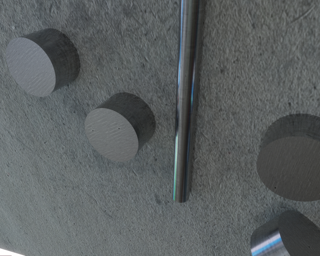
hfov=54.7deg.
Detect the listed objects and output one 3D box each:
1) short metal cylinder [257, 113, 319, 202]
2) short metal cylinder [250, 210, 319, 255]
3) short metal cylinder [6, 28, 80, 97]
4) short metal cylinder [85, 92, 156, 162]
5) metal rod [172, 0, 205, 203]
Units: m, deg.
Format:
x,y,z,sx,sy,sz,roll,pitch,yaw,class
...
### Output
x,y,z,sx,sy,sz,roll,pitch,yaw,class
0.149,0.031,0.331,0.080,0.050,0.079,13,124,21,short metal cylinder
0.160,0.149,0.379,0.080,0.080,0.050,38,129,2,short metal cylinder
-0.157,-0.089,0.418,0.080,0.050,0.079,13,124,21,short metal cylinder
-0.053,-0.002,0.418,0.080,0.050,0.079,13,124,21,short metal cylinder
0.031,-0.026,0.373,0.025,0.025,0.298,14,124,20,metal rod
